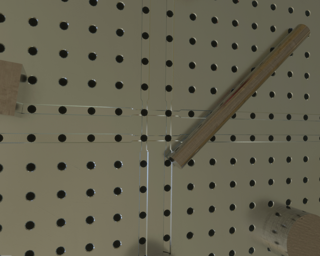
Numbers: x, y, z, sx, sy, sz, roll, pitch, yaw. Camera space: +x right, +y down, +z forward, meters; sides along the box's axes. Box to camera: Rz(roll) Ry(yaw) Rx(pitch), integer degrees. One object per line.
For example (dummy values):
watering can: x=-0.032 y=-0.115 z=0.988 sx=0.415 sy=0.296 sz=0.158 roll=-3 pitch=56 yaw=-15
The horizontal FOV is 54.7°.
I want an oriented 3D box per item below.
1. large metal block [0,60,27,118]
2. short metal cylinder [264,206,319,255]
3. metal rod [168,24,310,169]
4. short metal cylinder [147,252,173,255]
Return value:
large metal block: x=-0.185 y=-0.042 z=0.315 sx=0.081 sy=0.080 sz=0.050 roll=8 pitch=87 yaw=-20
short metal cylinder: x=0.209 y=0.166 z=0.476 sx=0.081 sy=0.050 sz=0.080 roll=0 pitch=90 yaw=-20
metal rod: x=0.125 y=-0.054 z=0.458 sx=0.301 sy=0.025 sz=0.025 roll=-44 pitch=104 yaw=-15
short metal cylinder: x=0.004 y=0.211 z=0.401 sx=0.081 sy=0.050 sz=0.080 roll=0 pitch=90 yaw=-20
